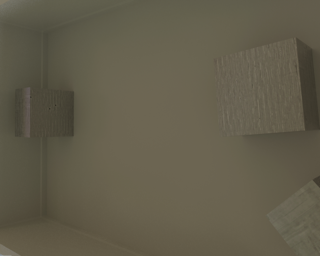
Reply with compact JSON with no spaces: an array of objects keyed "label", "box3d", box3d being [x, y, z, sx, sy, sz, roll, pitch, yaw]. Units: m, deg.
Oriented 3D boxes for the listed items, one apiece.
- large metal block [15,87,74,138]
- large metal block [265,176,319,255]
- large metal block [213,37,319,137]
[{"label":"large metal block","box3d":[-0.198,-0.025,0.535,0.050,0.081,0.080,1,91,40]},{"label":"large metal block","box3d":[0.146,0.080,0.247,0.080,0.081,0.050,54,128,26]},{"label":"large metal block","box3d":[0.104,-0.034,0.305,0.080,0.050,0.080,-7,86,40]}]
